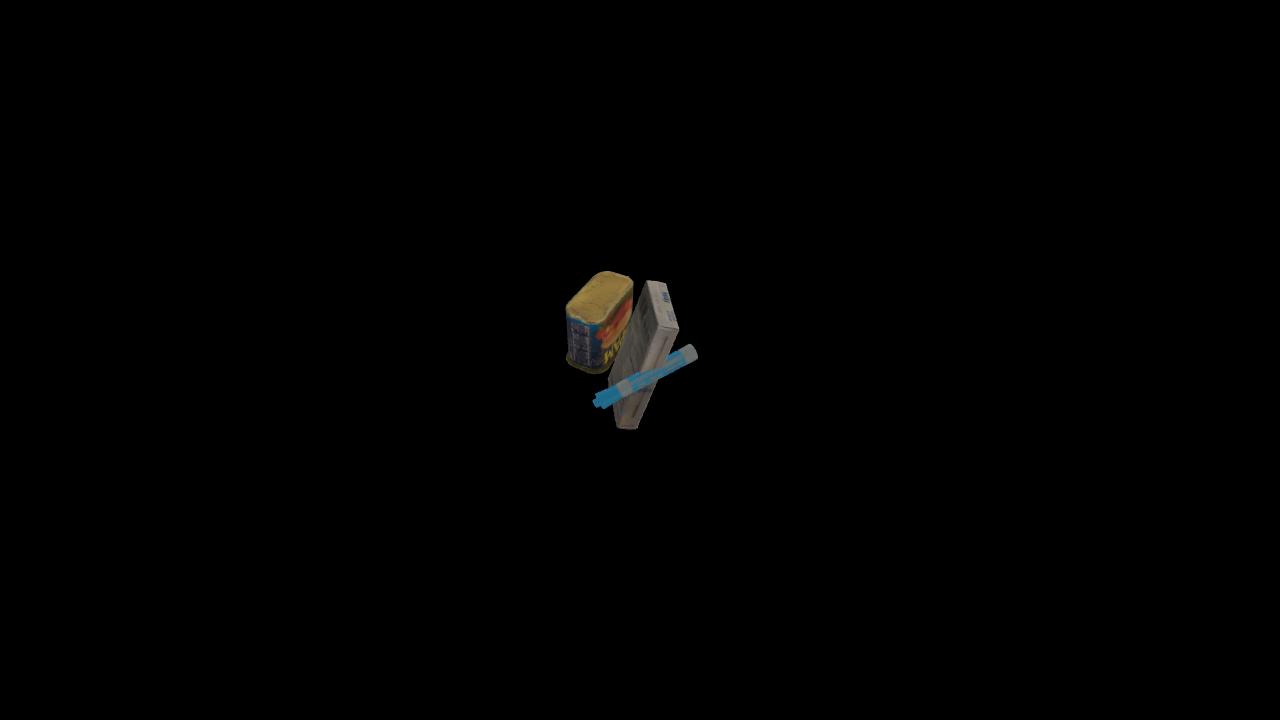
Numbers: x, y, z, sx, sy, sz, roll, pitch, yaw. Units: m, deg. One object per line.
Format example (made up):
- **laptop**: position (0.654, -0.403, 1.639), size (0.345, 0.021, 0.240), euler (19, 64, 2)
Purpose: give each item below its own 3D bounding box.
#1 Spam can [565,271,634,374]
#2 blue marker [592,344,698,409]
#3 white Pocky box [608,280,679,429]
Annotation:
- **Spam can**: position (-0.048, -0.048, 0.753), size (0.058, 0.085, 0.101), euler (21, 47, 17)
- **blue marker**: position (0.005, 0.018, 0.646), size (0.121, 0.020, 0.020), euler (-28, 6, -11)
- **white Pocky box**: position (0.000, -0.003, 0.681), size (0.028, 0.154, 0.084), euler (7, 41, -18)
